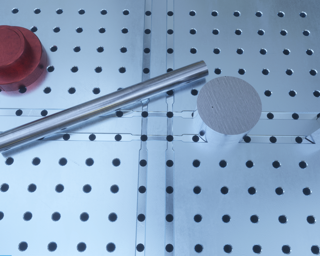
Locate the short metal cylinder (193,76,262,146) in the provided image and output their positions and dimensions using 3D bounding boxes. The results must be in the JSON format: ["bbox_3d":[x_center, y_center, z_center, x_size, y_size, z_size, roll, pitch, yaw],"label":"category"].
[{"bbox_3d":[0.086,-0.021,0.407,0.081,0.050,0.080,0,70,0],"label":"short metal cylinder"}]

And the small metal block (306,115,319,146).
[{"bbox_3d":[0.224,-0.007,0.403,0.025,0.050,0.050,35,74,11],"label":"small metal block"}]

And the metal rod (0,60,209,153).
[{"bbox_3d":[-0.076,-0.031,0.422,0.302,0.025,0.025,-21,72,-8],"label":"metal rod"}]

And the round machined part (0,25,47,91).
[{"bbox_3d":[-0.218,-0.105,0.439,0.099,0.042,0.098,0,70,0],"label":"round machined part"}]
